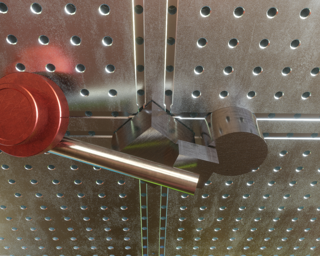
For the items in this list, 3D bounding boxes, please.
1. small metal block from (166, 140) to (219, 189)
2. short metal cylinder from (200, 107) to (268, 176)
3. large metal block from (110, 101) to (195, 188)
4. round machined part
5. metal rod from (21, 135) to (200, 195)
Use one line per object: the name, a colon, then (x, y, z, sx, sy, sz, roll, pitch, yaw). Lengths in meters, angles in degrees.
small metal block: (0.038, 0.046, 0.383, 0.050, 0.025, 0.050, 14, 129, -13)
short metal cylinder: (0.096, 0.019, 0.412, 0.081, 0.050, 0.079, 0, 130, 0)
large metal block: (-0.009, 0.025, 0.413, 0.080, 0.050, 0.080, 36, 121, -27)
round machined part: (-0.158, -0.015, 0.350, 0.098, 0.042, 0.097, 0, 92, 10)
metal rod: (-0.102, 0.026, 0.375, 0.301, 0.025, 0.025, 15, 131, 9)
